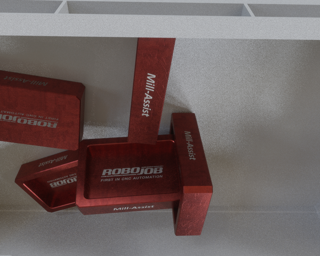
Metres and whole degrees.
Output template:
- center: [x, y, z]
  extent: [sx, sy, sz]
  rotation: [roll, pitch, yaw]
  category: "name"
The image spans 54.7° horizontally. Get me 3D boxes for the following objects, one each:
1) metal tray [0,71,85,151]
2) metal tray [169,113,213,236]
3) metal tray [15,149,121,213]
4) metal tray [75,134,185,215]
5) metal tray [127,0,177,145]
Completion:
- center: [-0.163, -0.021, 0.386]
  extent: [0.131, 0.030, 0.089]
  rotation: [8, 130, -7]
  category: "metal tray"
- center: [0.031, 0.053, 0.384]
  extent: [0.030, 0.130, 0.089]
  rotation: [1, 130, -5]
  category: "metal tray"
- center: [-0.136, 0.079, 0.471]
  extent: [0.130, 0.030, 0.090]
  rotation: [-17, 128, 14]
  category: "metal tray"
- center: [-0.035, 0.056, 0.389]
  extent: [0.131, 0.090, 0.030]
  rotation: [-3, 148, -4]
  category: "metal tray"
- center: [-0.010, -0.058, 0.316]
  extent: [0.030, 0.090, 0.129]
  rotation: [6, 130, -5]
  category: "metal tray"
